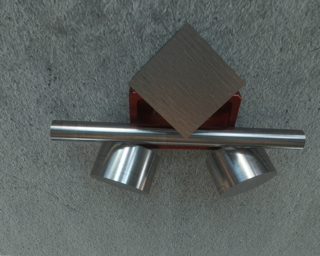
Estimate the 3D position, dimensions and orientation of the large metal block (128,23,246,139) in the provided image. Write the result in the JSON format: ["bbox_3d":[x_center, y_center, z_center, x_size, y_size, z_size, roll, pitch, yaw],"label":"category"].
[{"bbox_3d":[0.026,-0.050,0.322,0.080,0.050,0.080,43,102,-12],"label":"large metal block"}]

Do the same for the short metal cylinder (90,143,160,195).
[{"bbox_3d":[-0.046,0.052,0.412,0.080,0.050,0.080,16,162,6],"label":"short metal cylinder"}]

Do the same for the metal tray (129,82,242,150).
[{"bbox_3d":[0.028,-0.015,0.394,0.131,0.030,0.089,1,130,-2],"label":"metal tray"}]

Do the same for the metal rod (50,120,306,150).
[{"bbox_3d":[0.023,0.009,0.377,0.302,0.025,0.025,2,130,-2],"label":"metal rod"}]

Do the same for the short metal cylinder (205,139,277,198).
[{"bbox_3d":[0.108,0.054,0.418,0.081,0.050,0.080,-17,154,-8],"label":"short metal cylinder"}]
